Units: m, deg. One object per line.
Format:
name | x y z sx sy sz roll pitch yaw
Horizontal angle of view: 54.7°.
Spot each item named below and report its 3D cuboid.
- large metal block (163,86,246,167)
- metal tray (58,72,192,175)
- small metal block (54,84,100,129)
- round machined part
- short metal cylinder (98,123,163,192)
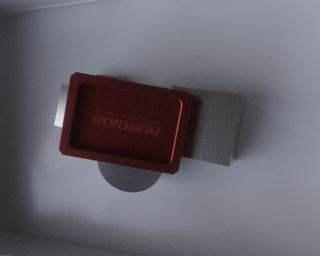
large metal block | 0.054 -0.004 0.375 0.080 0.050 0.079 11 94 19
metal tray | -0.037 -0.006 0.343 0.131 0.030 0.089 10 94 0
small metal block | -0.100 -0.025 0.385 0.025 0.050 0.050 13 95 19
round machined part | -0.084 -0.025 0.428 0.098 0.042 0.097 0 90 19
short metal cylinder | -0.032 0.034 0.394 0.080 0.050 0.079 2 103 7
